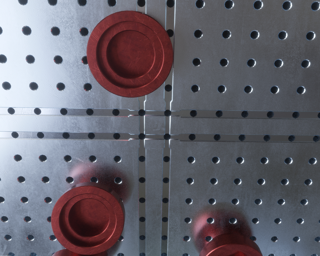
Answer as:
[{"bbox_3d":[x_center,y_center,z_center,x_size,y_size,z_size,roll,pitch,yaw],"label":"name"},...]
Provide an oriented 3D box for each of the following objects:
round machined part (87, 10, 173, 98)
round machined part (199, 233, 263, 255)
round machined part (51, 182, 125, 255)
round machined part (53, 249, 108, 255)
[{"bbox_3d":[-0.034,-0.089,0.371,0.099,0.042,0.097,0,110,-1],"label":"round machined part"},{"bbox_3d":[0.109,0.205,0.482,0.099,0.042,0.097,0,110,-1],"label":"round machined part"},{"bbox_3d":[-0.099,0.124,0.440,0.099,0.042,0.097,0,95,-3],"label":"round machined part"},{"bbox_3d":[-0.116,0.209,0.470,0.099,0.042,0.097,3,128,4],"label":"round machined part"}]
